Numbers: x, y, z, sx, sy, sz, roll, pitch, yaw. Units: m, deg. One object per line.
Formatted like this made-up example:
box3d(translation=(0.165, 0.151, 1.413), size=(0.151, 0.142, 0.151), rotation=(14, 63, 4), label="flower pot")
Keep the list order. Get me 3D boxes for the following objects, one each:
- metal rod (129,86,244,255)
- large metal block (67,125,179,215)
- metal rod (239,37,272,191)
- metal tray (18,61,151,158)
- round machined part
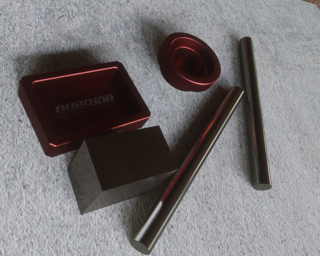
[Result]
box3d(translation=(0.053, 0.032, 0.414), size=(0.025, 0.025, 0.301), rotation=(40, 51, -1), label="metal rod")
box3d(translation=(-0.041, 0.044, 0.321), size=(0.081, 0.080, 0.050), rotation=(-11, 68, -33), label="large metal block")
box3d(translation=(0.154, -0.042, 0.514), size=(0.025, 0.025, 0.300), rotation=(18, 55, -18), label="metal rod")
box3d(translation=(-0.087, -0.028, 0.371), size=(0.131, 0.030, 0.090), rotation=(-19, 72, -36), label="metal tray")
box3d(translation=(0.040, -0.095, 0.475), size=(0.099, 0.042, 0.098), rotation=(14, 56, -21), label="round machined part")
